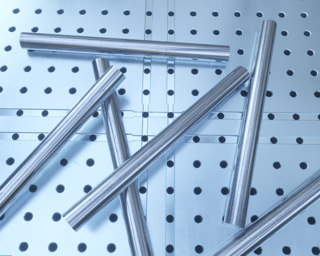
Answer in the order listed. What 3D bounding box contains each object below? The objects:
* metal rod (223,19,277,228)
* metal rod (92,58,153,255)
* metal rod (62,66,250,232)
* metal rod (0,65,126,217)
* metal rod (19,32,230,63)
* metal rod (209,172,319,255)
[{"bbox_3d":[0.126,-0.020,0.419,0.025,0.025,0.299,14,70,5],"label":"metal rod"},{"bbox_3d":[-0.049,0.043,0.395,0.025,0.025,0.299,-13,71,-5],"label":"metal rod"},{"bbox_3d":[0.010,0.013,0.388,0.301,0.025,0.025,-40,75,-21],"label":"metal rod"},{"bbox_3d":[-0.150,0.039,0.381,0.025,0.025,0.300,38,80,12],"label":"metal rod"},{"bbox_3d":[-0.051,-0.118,0.454,0.302,0.025,0.025,4,70,1],"label":"metal rod"},{"bbox_3d":[0.138,0.110,0.372,0.301,0.025,0.025,-32,73,-11],"label":"metal rod"}]
